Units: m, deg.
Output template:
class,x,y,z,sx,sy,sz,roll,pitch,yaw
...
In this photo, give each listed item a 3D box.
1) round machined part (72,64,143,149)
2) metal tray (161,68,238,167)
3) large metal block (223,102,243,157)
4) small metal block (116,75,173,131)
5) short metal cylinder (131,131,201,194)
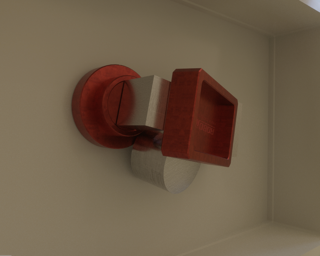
class,x,y,z,sx,sy,sz,roll,pitch,yaw
round machined part,-0.046,-0.025,0.356,0.099,0.042,0.097,0,90,-40
metal tray,0.052,-0.005,0.355,0.131,0.030,0.090,19,77,-58
large metal block,0.071,-0.004,0.448,0.081,0.050,0.080,13,82,-40
small metal block,-0.016,-0.024,0.321,0.025,0.050,0.050,16,80,-39
short metal cylinder,0.010,0.035,0.384,0.081,0.050,0.079,-23,121,-46
